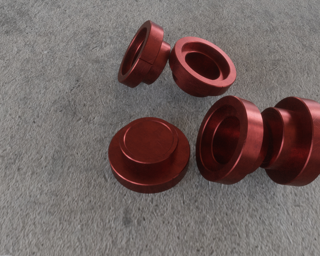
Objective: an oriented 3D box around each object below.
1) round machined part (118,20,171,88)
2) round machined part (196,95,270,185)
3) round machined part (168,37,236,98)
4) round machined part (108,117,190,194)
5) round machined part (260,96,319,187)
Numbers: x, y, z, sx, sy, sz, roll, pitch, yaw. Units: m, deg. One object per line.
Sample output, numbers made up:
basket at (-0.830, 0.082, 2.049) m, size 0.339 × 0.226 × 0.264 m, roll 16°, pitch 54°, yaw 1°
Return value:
round machined part at (-0.020, -0.102, 0.452) m, size 0.042 × 0.098 × 0.098 m, roll 24°, pitch 46°, yaw -23°
round machined part at (0.084, 0.016, 0.350) m, size 0.042 × 0.097 × 0.098 m, roll 15°, pitch 47°, yaw -21°
round machined part at (0.057, -0.083, 0.448) m, size 0.099 × 0.042 × 0.098 m, roll 15°, pitch 50°, yaw -18°
round machined part at (-0.013, 0.025, 0.371) m, size 0.099 × 0.042 × 0.098 m, roll 0°, pitch 50°, yaw 0°
round machined part at (0.136, 0.013, 0.341) m, size 0.042 × 0.097 × 0.098 m, roll 8°, pitch 49°, yaw -10°
